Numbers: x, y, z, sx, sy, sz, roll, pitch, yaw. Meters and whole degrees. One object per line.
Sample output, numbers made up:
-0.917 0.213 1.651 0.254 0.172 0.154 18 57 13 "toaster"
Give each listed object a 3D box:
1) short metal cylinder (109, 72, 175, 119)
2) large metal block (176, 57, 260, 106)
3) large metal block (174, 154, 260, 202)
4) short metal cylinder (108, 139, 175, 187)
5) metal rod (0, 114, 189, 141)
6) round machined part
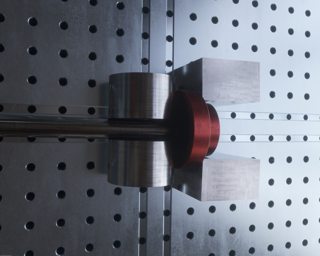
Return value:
-0.022 -0.036 0.375 0.081 0.080 0.050 1 91 -20 "short metal cylinder"
0.073 -0.058 0.411 0.081 0.080 0.050 0 90 -20 "large metal block"
0.073 0.062 0.411 0.081 0.080 0.050 3 89 -20 "large metal block"
-0.022 0.039 0.374 0.081 0.080 0.050 1 90 -20 "short metal cylinder"
-0.105 0.000 0.361 0.302 0.025 0.025 2 90 -16 "metal rod"
0.040 0.002 0.388 0.042 0.098 0.097 1 90 -20 "round machined part"
